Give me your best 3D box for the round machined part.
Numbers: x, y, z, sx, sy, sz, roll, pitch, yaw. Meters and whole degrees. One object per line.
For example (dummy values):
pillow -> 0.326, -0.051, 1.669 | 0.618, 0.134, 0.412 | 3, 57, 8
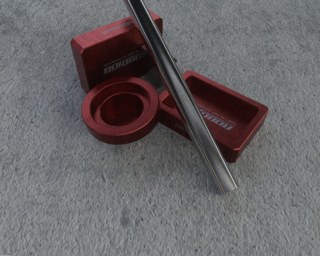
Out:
round machined part -> -0.048, -0.018, 0.403 | 0.099, 0.042, 0.098 | -3, 53, 5

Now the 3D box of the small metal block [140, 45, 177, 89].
small metal block -> -0.005, -0.095, 0.461 | 0.025, 0.050, 0.050 | -37, 74, -24

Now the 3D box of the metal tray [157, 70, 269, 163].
metal tray -> 0.066, -0.021, 0.420 | 0.130, 0.030, 0.090 | 31, 56, 23

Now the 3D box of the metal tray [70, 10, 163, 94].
metal tray -> -0.056, -0.107, 0.451 | 0.131, 0.089, 0.030 | -30, 57, -23

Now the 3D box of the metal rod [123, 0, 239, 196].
metal rod -> 0.017, -0.060, 0.386 | 0.025, 0.025, 0.299 | -21, 75, -17
